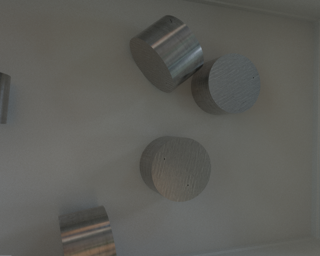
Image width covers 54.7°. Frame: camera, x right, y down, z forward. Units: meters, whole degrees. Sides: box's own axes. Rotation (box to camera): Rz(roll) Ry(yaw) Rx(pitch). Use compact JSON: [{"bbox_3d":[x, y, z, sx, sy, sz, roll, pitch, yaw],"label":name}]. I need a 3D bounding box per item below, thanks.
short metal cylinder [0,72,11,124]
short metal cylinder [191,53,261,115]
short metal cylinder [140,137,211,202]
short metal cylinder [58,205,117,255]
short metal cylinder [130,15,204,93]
[{"bbox_3d":[-0.196,-0.032,0.309,0.081,0.080,0.050,5,89,-20],"label":"short metal cylinder"},{"bbox_3d":[0.091,-0.059,0.432,0.081,0.050,0.079,0,90,-21],"label":"short metal cylinder"},{"bbox_3d":[0.019,0.051,0.406,0.081,0.050,0.079,0,90,-21],"label":"short metal cylinder"},{"bbox_3d":[-0.083,0.134,0.352,0.050,0.080,0.079,-9,94,-20],"label":"short metal cylinder"},{"bbox_3d":[0.008,-0.091,0.385,0.050,0.080,0.080,-40,103,-16],"label":"short metal cylinder"}]
